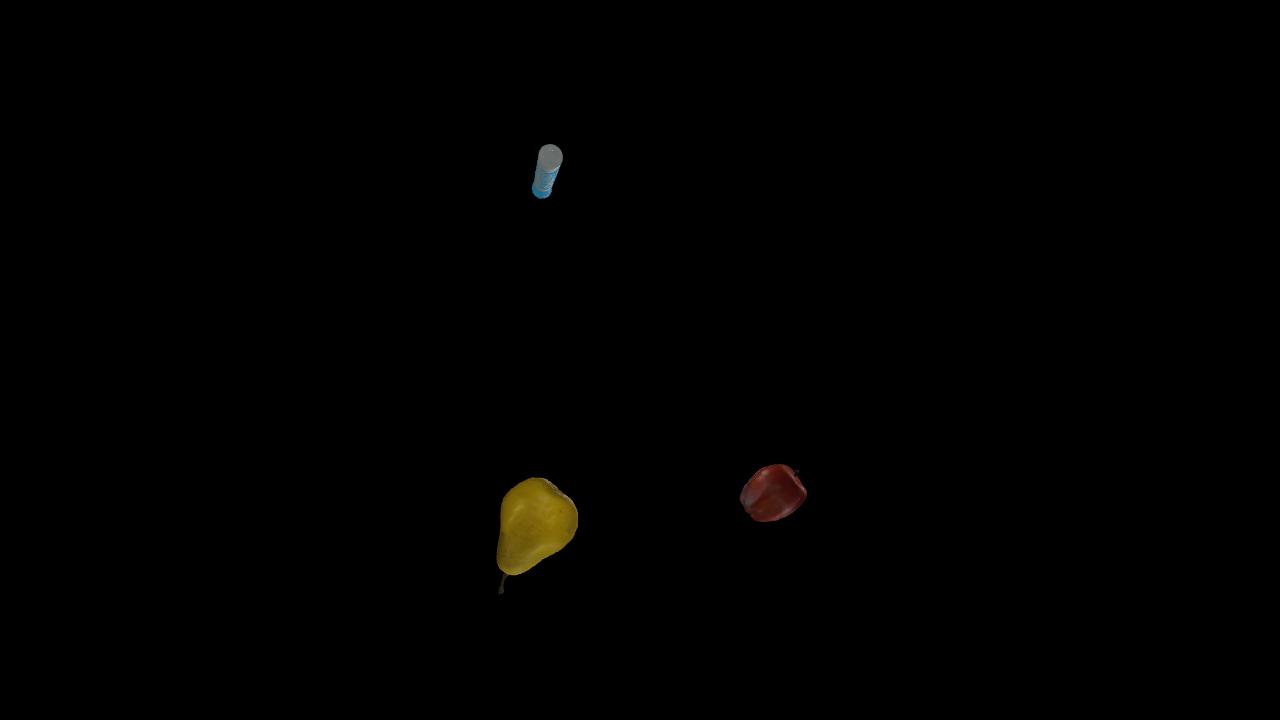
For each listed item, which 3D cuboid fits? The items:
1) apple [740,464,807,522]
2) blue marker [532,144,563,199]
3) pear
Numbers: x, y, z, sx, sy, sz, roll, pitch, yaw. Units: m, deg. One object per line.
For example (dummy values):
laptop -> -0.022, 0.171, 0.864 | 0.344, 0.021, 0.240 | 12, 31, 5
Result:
apple -> 0.190, 0.188, 0.873 | 0.093, 0.079, 0.079 | -39, -4, 5
blue marker -> -0.082, -0.160, 0.533 | 0.020, 0.020, 0.121 | 0, 3, -13
pear -> -0.116, 0.175, 0.614 | 0.080, 0.111, 0.080 | 39, -7, 6
